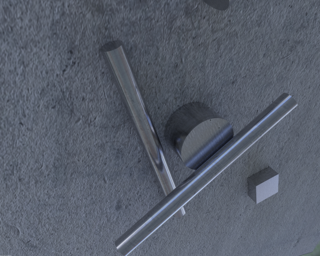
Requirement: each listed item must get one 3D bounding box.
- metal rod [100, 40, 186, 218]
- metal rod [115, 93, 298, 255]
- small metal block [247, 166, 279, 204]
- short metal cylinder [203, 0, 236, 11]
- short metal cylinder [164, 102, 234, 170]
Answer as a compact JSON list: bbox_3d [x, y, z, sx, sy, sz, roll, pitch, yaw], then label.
[{"bbox_3d":[-0.010,0.025,0.416,0.025,0.025,0.299,-28,128,-11],"label":"metal rod"},{"bbox_3d":[0.061,0.062,0.413,0.300,0.025,0.025,-41,130,0],"label":"metal rod"},{"bbox_3d":[0.192,0.106,0.578,0.050,0.025,0.050,-24,128,-14],"label":"small metal block"},{"bbox_3d":[0.057,-0.164,0.301,0.050,0.080,0.080,-44,129,2],"label":"short metal cylinder"},{"bbox_3d":[0.053,0.010,0.426,0.081,0.050,0.079,-14,124,-21],"label":"short metal cylinder"}]
